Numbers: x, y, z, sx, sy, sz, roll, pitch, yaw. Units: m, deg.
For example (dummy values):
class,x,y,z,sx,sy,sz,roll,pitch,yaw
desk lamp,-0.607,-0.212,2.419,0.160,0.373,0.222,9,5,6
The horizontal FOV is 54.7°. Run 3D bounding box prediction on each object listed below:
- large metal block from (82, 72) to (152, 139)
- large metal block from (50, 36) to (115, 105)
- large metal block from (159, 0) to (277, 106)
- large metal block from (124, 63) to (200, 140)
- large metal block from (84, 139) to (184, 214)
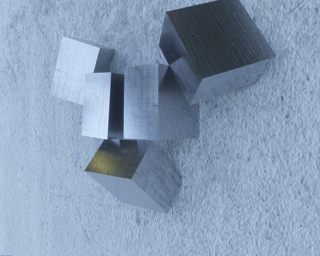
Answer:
class,x,y,z,sx,sy,sz,roll,pitch,yaw
large metal block,-0.054,-0.028,0.413,0.050,0.081,0.079,6,94,39
large metal block,-0.109,-0.083,0.446,0.050,0.080,0.079,18,104,1
large metal block,0.054,-0.079,0.316,0.050,0.081,0.080,108,140,-64
large metal block,0.004,-0.028,0.365,0.050,0.081,0.079,1,91,40
large metal block,-0.031,0.059,0.386,0.080,0.080,0.050,1,52,40
